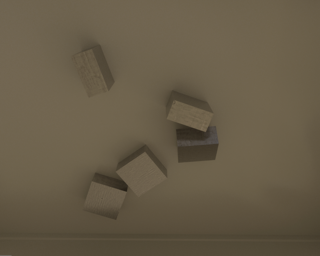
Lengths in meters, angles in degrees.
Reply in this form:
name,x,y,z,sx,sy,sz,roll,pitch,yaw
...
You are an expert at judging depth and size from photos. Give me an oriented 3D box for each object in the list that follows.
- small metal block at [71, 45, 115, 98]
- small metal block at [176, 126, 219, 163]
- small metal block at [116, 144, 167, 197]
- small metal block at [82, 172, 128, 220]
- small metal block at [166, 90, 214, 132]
name,x,y,z,sx,sy,sz,roll,pitch,yaw
small metal block,-0.079,-0.069,0.372,0.025,0.050,0.050,-17,109,6
small metal block,0.048,0.022,0.406,0.050,0.025,0.050,-5,150,1
small metal block,-0.025,0.060,0.433,0.050,0.025,0.050,-35,107,12
small metal block,-0.078,0.098,0.447,0.050,0.025,0.050,19,109,-7
small metal block,0.036,-0.022,0.390,0.050,0.050,0.025,18,109,-7
